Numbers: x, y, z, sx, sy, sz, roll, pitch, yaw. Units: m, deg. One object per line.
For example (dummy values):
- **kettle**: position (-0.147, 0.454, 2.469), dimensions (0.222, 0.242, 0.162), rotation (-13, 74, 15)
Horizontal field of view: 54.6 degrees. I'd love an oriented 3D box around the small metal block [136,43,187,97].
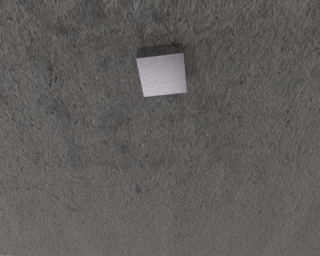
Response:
- **small metal block**: position (0.003, -0.065, 0.351), dimensions (0.050, 0.025, 0.050), rotation (-6, 130, 5)
